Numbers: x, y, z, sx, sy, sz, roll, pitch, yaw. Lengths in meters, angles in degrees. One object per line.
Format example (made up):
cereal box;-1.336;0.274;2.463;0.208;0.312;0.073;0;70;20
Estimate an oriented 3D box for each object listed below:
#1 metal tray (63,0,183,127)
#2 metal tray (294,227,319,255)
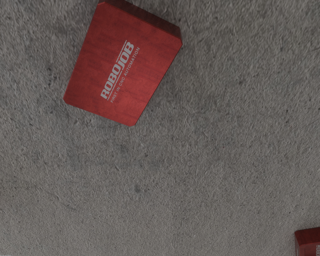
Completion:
metal tray;-0.044;-0.068;0.345;0.091;0.030;0.129;21;127;-17
metal tray;0.320;0.244;0.614;0.090;0.030;0.129;-14;129;11
